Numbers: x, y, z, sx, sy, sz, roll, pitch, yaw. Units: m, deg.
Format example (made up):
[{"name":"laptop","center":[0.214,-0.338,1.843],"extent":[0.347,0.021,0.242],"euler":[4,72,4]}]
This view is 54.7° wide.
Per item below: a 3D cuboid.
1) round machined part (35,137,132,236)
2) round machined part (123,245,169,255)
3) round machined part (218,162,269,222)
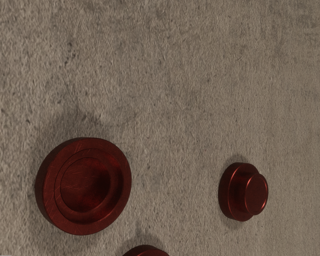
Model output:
[{"name":"round machined part","center":[-0.082,0.058,0.327],"extent":[0.099,0.042,0.097],"euler":[0,90,-40]},{"name":"round machined part","center":[-0.015,0.201,0.384],"extent":[0.099,0.042,0.097],"euler":[0,90,-40]},{"name":"round machined part","center":[0.145,0.108,0.519],"extent":[0.099,0.042,0.097],"euler":[0,90,-40]}]
